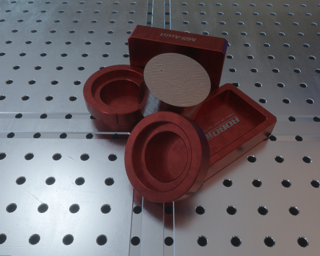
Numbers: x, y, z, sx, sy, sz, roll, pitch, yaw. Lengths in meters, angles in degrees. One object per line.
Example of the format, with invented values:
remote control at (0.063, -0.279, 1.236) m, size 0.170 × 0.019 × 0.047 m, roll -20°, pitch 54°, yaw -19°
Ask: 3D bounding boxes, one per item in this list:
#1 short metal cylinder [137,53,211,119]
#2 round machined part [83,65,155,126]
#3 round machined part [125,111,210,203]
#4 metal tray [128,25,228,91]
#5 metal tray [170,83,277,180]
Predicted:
short metal cylinder at (0.016, -0.045, 0.381) m, size 0.081 × 0.050 × 0.080 m, roll 7°, pitch 58°, yaw -10°
round machined part at (-0.053, -0.041, 0.431) m, size 0.099 × 0.042 × 0.098 m, roll 0°, pitch 50°, yaw 0°
round machined part at (0.011, 0.033, 0.347) m, size 0.098 × 0.042 × 0.097 m, roll -6°, pitch 79°, yaw 32°
metal tray at (0.023, -0.091, 0.442) m, size 0.131 × 0.089 × 0.030 m, roll 12°, pitch 51°, yaw 9°
metal tray at (0.073, 0.000, 0.404) m, size 0.131 × 0.030 × 0.090 m, roll -30°, pitch 56°, yaw -23°
